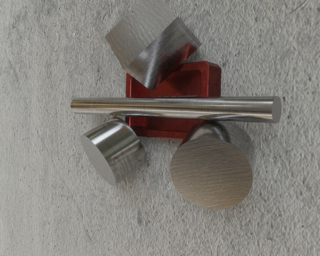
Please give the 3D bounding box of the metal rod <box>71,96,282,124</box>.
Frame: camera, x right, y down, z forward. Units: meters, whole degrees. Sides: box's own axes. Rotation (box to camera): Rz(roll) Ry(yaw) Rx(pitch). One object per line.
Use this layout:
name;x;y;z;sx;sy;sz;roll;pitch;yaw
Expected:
metal rod;-0.010;-0.025;0.375;0.300;0.025;0.025;4;93;39

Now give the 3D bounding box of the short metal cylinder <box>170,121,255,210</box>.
short metal cylinder;0.056;0.037;0.323;0.080;0.050;0.079;7;114;16

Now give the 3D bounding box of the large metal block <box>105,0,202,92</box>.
large metal block;-0.010;-0.105;0.370;0.080;0.050;0.080;-42;47;14

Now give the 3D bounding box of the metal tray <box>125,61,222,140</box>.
metal tray;0.012;-0.032;0.394;0.130;0.030;0.089;3;92;40

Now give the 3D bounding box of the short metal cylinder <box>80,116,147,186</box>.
short metal cylinder;-0.063;0.031;0.418;0.080;0.050;0.080;40;150;30
